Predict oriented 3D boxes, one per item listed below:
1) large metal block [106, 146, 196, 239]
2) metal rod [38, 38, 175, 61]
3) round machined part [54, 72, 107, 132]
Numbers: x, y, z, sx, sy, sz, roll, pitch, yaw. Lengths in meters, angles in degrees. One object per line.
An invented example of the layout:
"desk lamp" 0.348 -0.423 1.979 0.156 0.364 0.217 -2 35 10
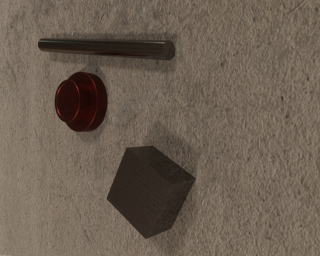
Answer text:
"large metal block" -0.013 0.078 0.398 0.080 0.050 0.079 35 111 34
"metal rod" -0.103 -0.127 0.486 0.300 0.025 0.025 14 99 38
"round machined part" -0.133 -0.043 0.501 0.098 0.042 0.097 0 90 39
